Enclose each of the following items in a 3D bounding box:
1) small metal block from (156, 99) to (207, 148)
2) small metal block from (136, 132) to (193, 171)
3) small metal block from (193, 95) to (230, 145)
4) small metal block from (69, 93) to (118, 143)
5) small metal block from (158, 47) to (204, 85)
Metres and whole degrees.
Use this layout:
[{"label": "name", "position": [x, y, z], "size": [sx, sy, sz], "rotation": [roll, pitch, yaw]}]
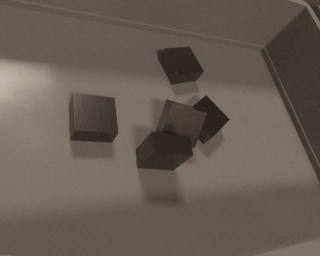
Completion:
[{"label": "small metal block", "position": [0.027, -0.005, 0.407], "size": [0.050, 0.050, 0.025], "rotation": [14, 11, -21]}, {"label": "small metal block", "position": [0.004, 0.029, 0.375], "size": [0.050, 0.050, 0.025], "rotation": [8, 59, -25]}, {"label": "small metal block", "position": [0.065, -0.013, 0.450], "size": [0.050, 0.025, 0.050], "rotation": [47, 51, 4]}, {"label": "small metal block", "position": [-0.080, -0.012, 0.371], "size": [0.050, 0.025, 0.050], "rotation": [5, 60, -26]}, {"label": "small metal block", "position": [0.033, -0.098, 0.485], "size": [0.050, 0.025, 0.050], "rotation": [-14, 69, -34]}]
